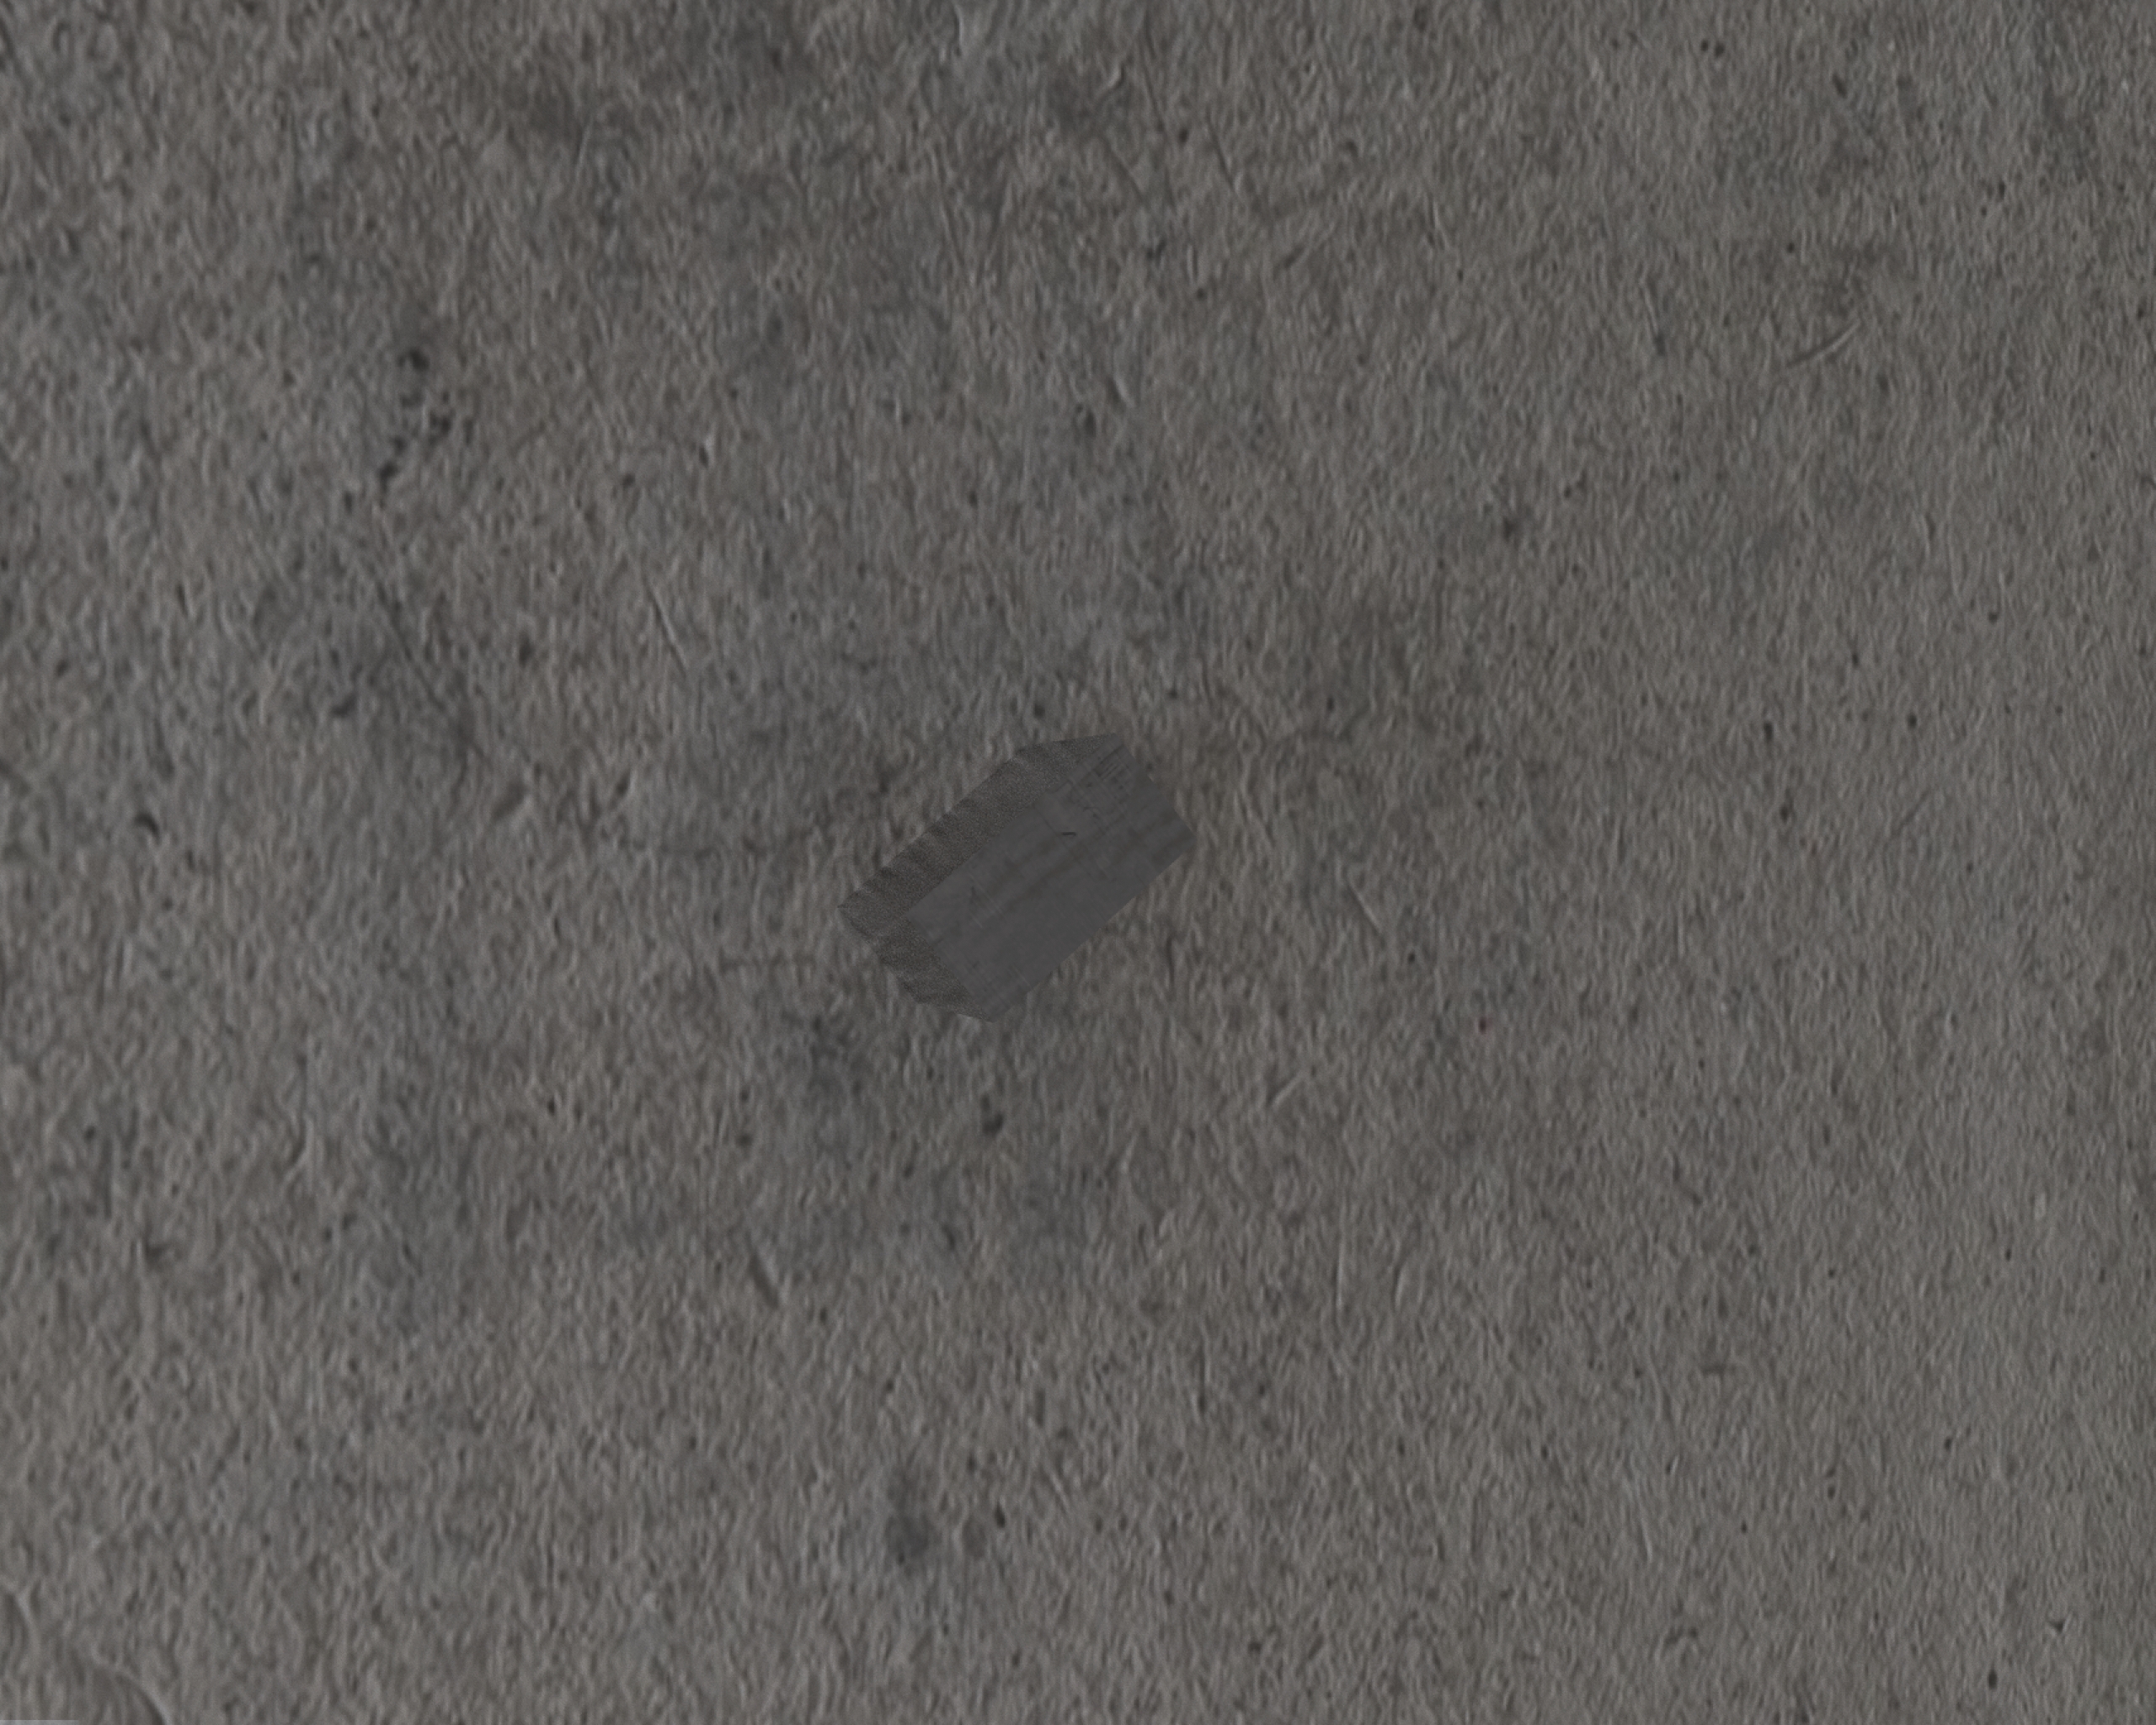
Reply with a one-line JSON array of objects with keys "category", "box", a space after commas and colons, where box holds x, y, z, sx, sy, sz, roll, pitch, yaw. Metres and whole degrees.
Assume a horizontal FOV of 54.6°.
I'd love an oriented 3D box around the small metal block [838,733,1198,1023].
[{"category": "small metal block", "box": [-0.013, 0.002, 0.391, 0.050, 0.050, 0.025, -42, 103, -15]}]
